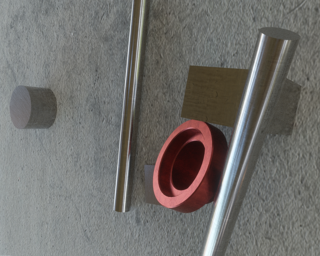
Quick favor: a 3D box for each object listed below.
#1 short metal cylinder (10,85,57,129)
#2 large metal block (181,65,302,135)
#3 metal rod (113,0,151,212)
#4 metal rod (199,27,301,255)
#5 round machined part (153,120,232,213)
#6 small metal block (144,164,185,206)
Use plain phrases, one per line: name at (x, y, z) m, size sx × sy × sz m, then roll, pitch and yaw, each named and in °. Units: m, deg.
short metal cylinder at (-0.238, -0.038, 0.582) m, size 0.080 × 0.050 × 0.079 m, roll 0°, pitch 90°, yaw 39°
large metal block at (0.080, -0.026, 0.301) m, size 0.080 × 0.081 × 0.050 m, roll 13°, pitch 96°, yaw 38°
metal rod at (-0.040, -0.030, 0.435) m, size 0.025 × 0.025 × 0.298 m, roll 10°, pitch 96°, yaw 39°
metal rod at (0.063, 0.062, 0.279) m, size 0.025 × 0.025 × 0.298 m, roll 34°, pitch 134°, yaw 34°
round machined part at (0.038, 0.043, 0.331) m, size 0.098 × 0.042 × 0.098 m, roll -42°, pitch 33°, yaw 37°
small metal block at (0.008, 0.072, 0.397) m, size 0.050 × 0.025 × 0.050 m, roll -2°, pitch 89°, yaw 40°
